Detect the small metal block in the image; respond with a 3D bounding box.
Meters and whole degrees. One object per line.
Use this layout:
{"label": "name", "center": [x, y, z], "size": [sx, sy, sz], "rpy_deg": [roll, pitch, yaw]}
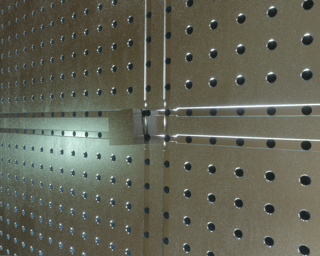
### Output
{"label": "small metal block", "center": [-0.048, -0.001, 0.446], "size": [0.050, 0.025, 0.050], "rpy_deg": [-5, 87, 39]}
